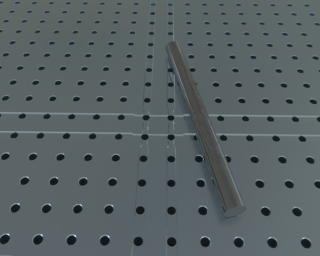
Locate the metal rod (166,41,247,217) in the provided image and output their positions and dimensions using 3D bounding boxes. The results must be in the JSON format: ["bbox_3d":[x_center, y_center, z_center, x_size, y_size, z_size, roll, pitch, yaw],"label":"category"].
[{"bbox_3d":[0.051,-0.023,0.427,0.025,0.025,0.300,-9,51,-7],"label":"metal rod"}]
